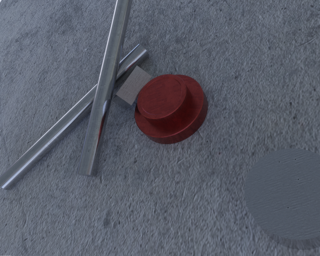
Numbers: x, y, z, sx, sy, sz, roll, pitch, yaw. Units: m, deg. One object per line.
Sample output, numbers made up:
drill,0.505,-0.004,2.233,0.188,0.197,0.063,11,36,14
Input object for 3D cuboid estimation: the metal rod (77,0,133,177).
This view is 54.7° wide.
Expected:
metal rod,-0.077,-0.078,0.460,0.025,0.025,0.299,0,71,28

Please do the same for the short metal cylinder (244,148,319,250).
short metal cylinder,0.123,0.065,0.283,0.080,0.050,0.080,-13,56,20

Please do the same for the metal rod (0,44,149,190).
metal rod,-0.132,-0.019,0.482,0.300,0.025,0.025,-45,51,-3

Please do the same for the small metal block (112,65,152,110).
small metal block,-0.041,-0.056,0.441,0.050,0.025,0.050,-56,10,-12

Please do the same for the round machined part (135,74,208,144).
round machined part,0.010,-0.032,0.406,0.098,0.042,0.098,-13,56,20
